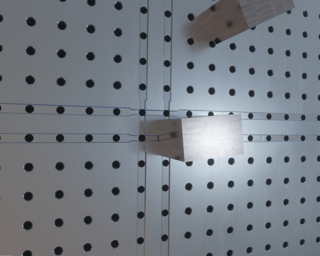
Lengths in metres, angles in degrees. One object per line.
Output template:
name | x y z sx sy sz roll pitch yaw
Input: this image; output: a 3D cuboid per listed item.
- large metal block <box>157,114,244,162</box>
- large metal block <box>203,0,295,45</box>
large metal block | 0.050 0.010 0.403 0.081 0.080 0.050 -5 92 -20
large metal block | 0.120 -0.163 0.429 0.081 0.080 0.050 -28 100 -18
